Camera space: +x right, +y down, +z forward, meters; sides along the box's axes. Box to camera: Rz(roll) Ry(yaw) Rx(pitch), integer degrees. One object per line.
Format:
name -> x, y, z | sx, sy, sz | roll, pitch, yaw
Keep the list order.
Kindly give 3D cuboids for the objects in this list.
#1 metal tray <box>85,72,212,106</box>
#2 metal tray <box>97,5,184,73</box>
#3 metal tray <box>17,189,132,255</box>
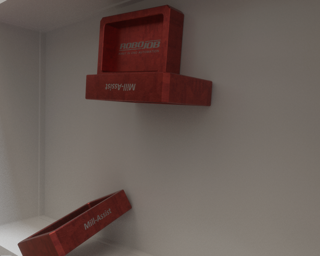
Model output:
metal tray -> -0.015, -0.045, 0.374 | 0.130, 0.091, 0.030 | 6, 95, 39
metal tray -> -0.031, -0.111, 0.427 | 0.130, 0.030, 0.089 | 7, 94, 39
metal tray -> -0.112, 0.133, 0.426 | 0.090, 0.131, 0.030 | -27, 88, 36
